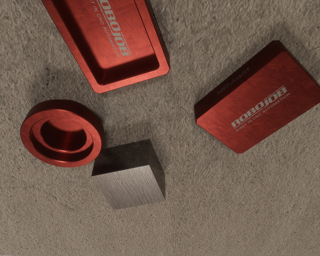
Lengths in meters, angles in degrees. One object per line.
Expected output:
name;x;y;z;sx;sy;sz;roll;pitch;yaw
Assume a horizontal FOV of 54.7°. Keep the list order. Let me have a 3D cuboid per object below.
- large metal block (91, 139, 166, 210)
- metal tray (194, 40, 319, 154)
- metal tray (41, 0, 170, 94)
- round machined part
large metal block;-0.042;0.069;0.449;0.080;0.050;0.080;-13;129;10
metal tray;0.118;-0.031;0.379;0.090;0.030;0.130;35;122;-26
metal tray;-0.051;-0.104;0.314;0.090;0.030;0.130;-15;129;12
round machined part;-0.121;0.003;0.397;0.099;0.042;0.097;-1;130;0
